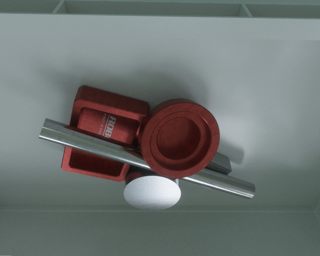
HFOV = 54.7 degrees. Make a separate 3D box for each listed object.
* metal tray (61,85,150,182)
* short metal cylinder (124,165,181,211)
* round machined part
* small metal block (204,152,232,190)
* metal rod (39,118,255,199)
[{"bbox_3d":[-0.075,0.013,0.413,0.091,0.030,0.129,14,129,-13],"label":"metal tray"},{"bbox_3d":[-0.011,0.078,0.456,0.081,0.050,0.079,0,130,0],"label":"short metal cylinder"},{"bbox_3d":[0.021,0.010,0.389,0.099,0.042,0.097,-4,109,-13],"label":"round machined part"},{"bbox_3d":[0.069,0.060,0.459,0.050,0.025,0.050,25,126,-20],"label":"small metal block"},{"bbox_3d":[-0.002,0.046,0.409,0.302,0.025,0.025,19,128,-19],"label":"metal rod"}]
